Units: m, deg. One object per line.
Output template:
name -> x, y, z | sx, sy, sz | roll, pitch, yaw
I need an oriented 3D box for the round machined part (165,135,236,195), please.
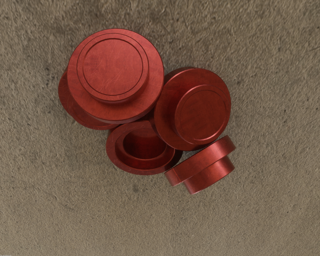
round machined part -> 0.058, 0.052, 0.407 | 0.098, 0.099, 0.042 | -35, 81, 26

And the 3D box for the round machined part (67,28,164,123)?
round machined part -> -0.045, -0.055, 0.312 | 0.099, 0.097, 0.042 | 1, 172, -1

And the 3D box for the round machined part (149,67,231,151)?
round machined part -> 0.040, -0.019, 0.353 | 0.099, 0.042, 0.097 | -6, 108, -20

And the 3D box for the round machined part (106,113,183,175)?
round machined part -> -0.020, 0.015, 0.410 | 0.099, 0.042, 0.097 | -1, 130, 0

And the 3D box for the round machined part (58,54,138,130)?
round machined part -> -0.071, -0.036, 0.368 | 0.099, 0.042, 0.097 | -1, 130, 0
